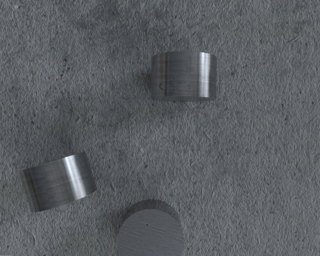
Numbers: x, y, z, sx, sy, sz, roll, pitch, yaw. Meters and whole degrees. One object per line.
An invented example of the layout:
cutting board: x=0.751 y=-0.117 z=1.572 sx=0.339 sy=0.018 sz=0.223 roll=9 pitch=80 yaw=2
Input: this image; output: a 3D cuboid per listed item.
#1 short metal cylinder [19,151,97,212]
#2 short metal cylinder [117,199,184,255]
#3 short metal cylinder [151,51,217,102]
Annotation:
short metal cylinder: x=-0.124 y=0.064 z=0.381 sx=0.080 sy=0.080 sz=0.050 roll=-17 pitch=90 yaw=0
short metal cylinder: x=-0.011 y=0.137 z=0.397 sx=0.081 sy=0.050 sz=0.080 roll=0 pitch=90 yaw=0
short metal cylinder: x=0.029 y=-0.060 z=0.383 sx=0.081 sy=0.080 sz=0.050 roll=1 pitch=90 yaw=0
